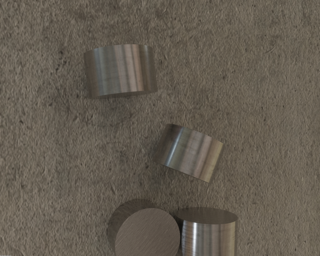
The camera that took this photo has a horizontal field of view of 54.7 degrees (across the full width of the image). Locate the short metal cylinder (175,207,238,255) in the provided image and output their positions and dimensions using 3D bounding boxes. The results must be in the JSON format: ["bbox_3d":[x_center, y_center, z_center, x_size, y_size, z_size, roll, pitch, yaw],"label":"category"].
[{"bbox_3d":[0.059,0.138,0.402,0.081,0.080,0.050,2,90,-20],"label":"short metal cylinder"}]

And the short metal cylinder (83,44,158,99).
[{"bbox_3d":[-0.045,-0.063,0.363,0.081,0.080,0.050,-8,93,-20],"label":"short metal cylinder"}]

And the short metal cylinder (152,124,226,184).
[{"bbox_3d":[0.036,0.033,0.393,0.080,0.080,0.050,24,82,-19],"label":"short metal cylinder"}]

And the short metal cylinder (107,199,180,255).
[{"bbox_3d":[-0.022,0.134,0.388,0.081,0.050,0.080,0,90,-20],"label":"short metal cylinder"}]
